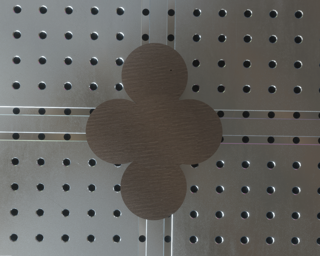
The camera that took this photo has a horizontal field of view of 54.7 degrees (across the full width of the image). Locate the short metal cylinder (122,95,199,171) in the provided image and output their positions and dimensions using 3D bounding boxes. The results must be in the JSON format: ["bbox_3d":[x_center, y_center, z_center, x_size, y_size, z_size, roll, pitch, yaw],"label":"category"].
[{"bbox_3d":[0.001,0.005,0.350,0.081,0.050,0.079,0,90,0],"label":"short metal cylinder"}]

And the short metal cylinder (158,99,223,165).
[{"bbox_3d":[0.036,0.005,0.400,0.081,0.050,0.079,0,90,0],"label":"short metal cylinder"}]

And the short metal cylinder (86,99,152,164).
[{"bbox_3d":[-0.050,0.004,0.400,0.081,0.050,0.079,0,90,0],"label":"short metal cylinder"}]

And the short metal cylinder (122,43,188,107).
[{"bbox_3d":[-0.007,-0.064,0.400,0.081,0.050,0.079,0,90,-1],"label":"short metal cylinder"}]

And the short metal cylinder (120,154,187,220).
[{"bbox_3d":[-0.008,0.072,0.400,0.081,0.050,0.080,0,88,-1],"label":"short metal cylinder"}]
